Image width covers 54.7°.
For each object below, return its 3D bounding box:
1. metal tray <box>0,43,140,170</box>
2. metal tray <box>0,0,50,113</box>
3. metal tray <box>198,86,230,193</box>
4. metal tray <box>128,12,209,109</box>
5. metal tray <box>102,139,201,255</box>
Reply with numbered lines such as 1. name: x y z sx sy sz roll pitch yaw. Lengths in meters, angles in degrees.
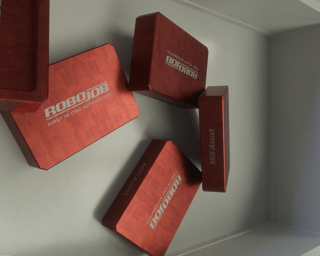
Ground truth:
1. metal tray: -0.092 -0.026 0.328 0.131 0.030 0.090 -33 111 -35
2. metal tray: -0.143 -0.082 0.258 0.091 0.030 0.129 4 74 -33
3. metal tray: 0.078 0.012 0.431 0.090 0.030 0.129 -45 133 -67
4. metal tray: 0.017 -0.079 0.399 0.131 0.030 0.089 12 82 -54
5. metal tray: -0.003 0.090 0.403 0.090 0.030 0.130 47 62 -30
